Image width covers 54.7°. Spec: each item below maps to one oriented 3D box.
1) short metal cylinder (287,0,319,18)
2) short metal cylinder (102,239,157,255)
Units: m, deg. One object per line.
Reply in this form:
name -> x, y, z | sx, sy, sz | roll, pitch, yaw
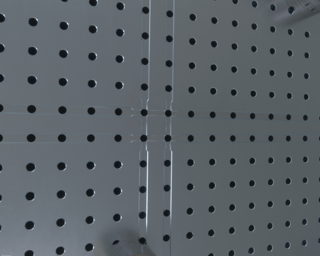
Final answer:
short metal cylinder -> 0.248, -0.223, 0.490 | 0.081, 0.050, 0.079 | 0, 90, -20
short metal cylinder -> -0.035, 0.187, 0.387 | 0.081, 0.050, 0.079 | 0, 90, -20
